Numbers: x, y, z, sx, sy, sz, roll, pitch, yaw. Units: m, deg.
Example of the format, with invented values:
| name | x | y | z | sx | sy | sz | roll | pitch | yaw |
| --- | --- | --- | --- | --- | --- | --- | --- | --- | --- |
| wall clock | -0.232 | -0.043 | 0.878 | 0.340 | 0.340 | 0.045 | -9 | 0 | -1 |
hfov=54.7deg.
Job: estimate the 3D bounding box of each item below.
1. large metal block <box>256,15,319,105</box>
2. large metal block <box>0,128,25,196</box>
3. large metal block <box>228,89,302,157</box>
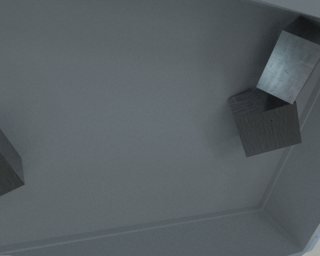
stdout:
| name | x | y | z | sx | sy | sz | roll | pitch | yaw |
| --- | --- | --- | --- | --- | --- | --- | --- | --- | --- |
| large metal block | 0.176 | -0.090 | 0.400 | 0.080 | 0.050 | 0.079 | -40 | 153 | -43 |
| large metal block | -0.195 | 0.033 | 0.307 | 0.080 | 0.050 | 0.080 | -26 | 128 | -12 |
| large metal block | 0.152 | -0.011 | 0.449 | 0.080 | 0.050 | 0.080 | -17 | 130 | 13 |
